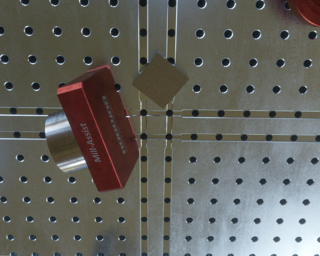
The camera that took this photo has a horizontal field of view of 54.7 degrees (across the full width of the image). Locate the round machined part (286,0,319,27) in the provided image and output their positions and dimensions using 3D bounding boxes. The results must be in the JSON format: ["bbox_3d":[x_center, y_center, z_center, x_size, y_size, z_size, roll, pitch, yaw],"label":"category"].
[{"bbox_3d":[0.189,-0.164,0.346,0.099,0.042,0.097,0,110,0],"label":"round machined part"}]

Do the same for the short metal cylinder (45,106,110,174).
[{"bbox_3d":[-0.099,0.012,0.387,0.050,0.080,0.080,-16,110,6],"label":"short metal cylinder"}]

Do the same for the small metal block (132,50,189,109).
[{"bbox_3d":[0.001,-0.061,0.391,0.050,0.025,0.050,38,106,-13],"label":"small metal block"}]

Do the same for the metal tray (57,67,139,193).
[{"bbox_3d":[-0.068,0.000,0.375,0.030,0.090,0.129,-13,109,14],"label":"metal tray"}]
